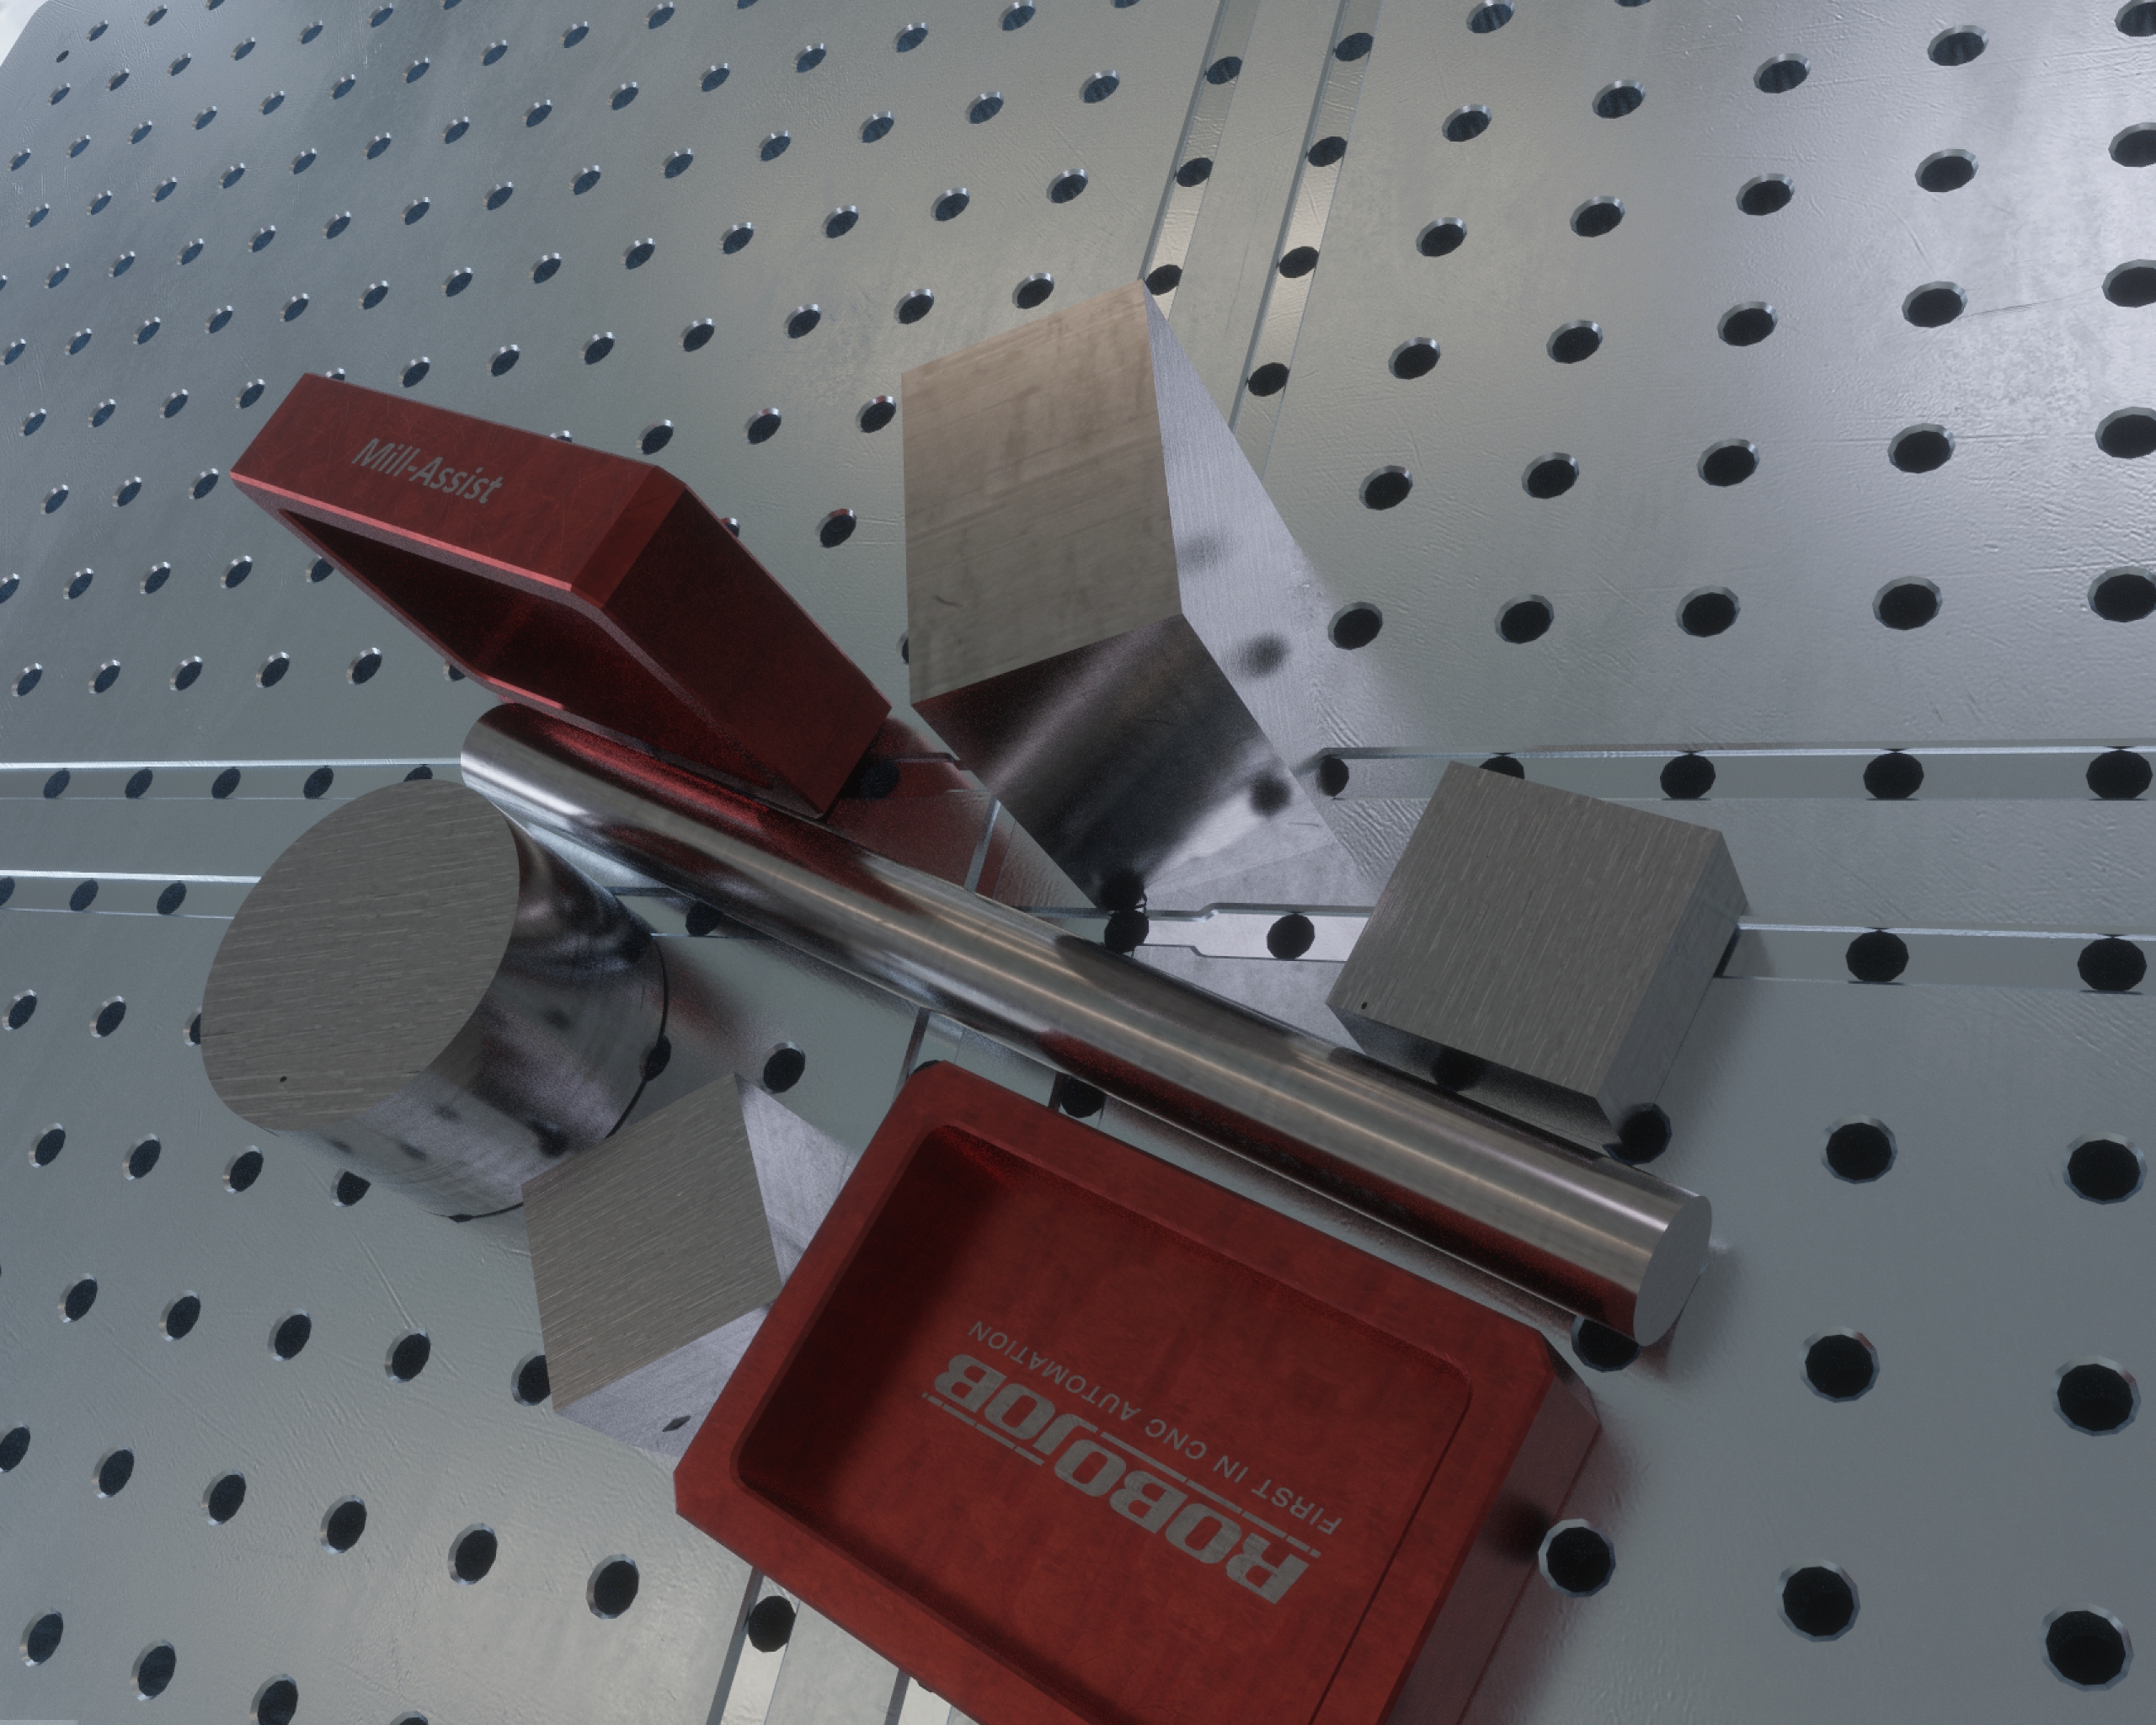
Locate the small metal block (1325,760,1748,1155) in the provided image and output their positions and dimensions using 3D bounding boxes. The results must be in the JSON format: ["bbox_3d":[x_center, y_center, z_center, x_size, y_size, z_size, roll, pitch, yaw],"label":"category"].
[{"bbox_3d":[0.079,0.015,0.357,0.050,0.025,0.050,19,71,35],"label":"small metal block"}]

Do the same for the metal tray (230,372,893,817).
[{"bbox_3d":[-0.114,-0.060,0.462,0.130,0.090,0.030,20,73,35],"label":"metal tray"}]

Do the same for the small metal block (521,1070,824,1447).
[{"bbox_3d":[-0.076,0.076,0.402,0.050,0.025,0.050,-28,52,10],"label":"small metal block"}]

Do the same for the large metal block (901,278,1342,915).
[{"bbox_3d":[0.008,-0.048,0.400,0.050,0.080,0.080,-17,55,19],"label":"large metal block"}]

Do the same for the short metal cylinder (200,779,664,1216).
[{"bbox_3d":[-0.137,0.029,0.445,0.080,0.050,0.080,-13,56,21],"label":"short metal cylinder"}]

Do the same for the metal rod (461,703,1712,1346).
[{"bbox_3d":[-0.022,0.018,0.408,0.300,0.025,0.025,21,73,36],"label":"metal rod"}]

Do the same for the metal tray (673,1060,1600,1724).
[{"bbox_3d":[0.006,0.096,0.342,0.130,0.030,0.090,20,72,35],"label":"metal tray"}]
